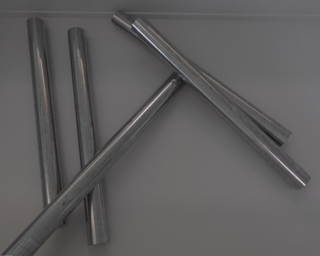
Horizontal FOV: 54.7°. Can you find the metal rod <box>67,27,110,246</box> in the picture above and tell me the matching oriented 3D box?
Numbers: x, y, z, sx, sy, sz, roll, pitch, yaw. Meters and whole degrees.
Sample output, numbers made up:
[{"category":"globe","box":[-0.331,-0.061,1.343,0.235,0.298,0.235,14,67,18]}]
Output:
[{"category":"metal rod","box":[-0.098,-0.004,0.410,0.025,0.025,0.299,-10,70,-4]}]

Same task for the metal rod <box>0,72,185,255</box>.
[{"category":"metal rod","box":[-0.063,0.035,0.373,0.025,0.025,0.301,36,65,12]}]

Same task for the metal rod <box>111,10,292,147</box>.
[{"category":"metal rod","box":[0.050,-0.076,0.437,0.300,0.025,0.025,39,75,13]}]

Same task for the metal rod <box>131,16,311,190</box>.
[{"category":"metal rod","box":[0.074,-0.037,0.405,0.025,0.025,0.300,-43,82,-14]}]

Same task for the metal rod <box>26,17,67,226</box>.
[{"category":"metal rod","box":[-0.155,-0.021,0.416,0.025,0.025,0.299,-12,70,-4]}]
